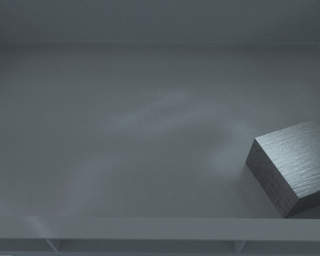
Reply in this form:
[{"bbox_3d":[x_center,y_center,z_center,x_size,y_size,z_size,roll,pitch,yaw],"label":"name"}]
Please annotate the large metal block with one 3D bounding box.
[{"bbox_3d":[0.159,0.045,0.353,0.081,0.050,0.080,-16,52,-14],"label":"large metal block"}]
